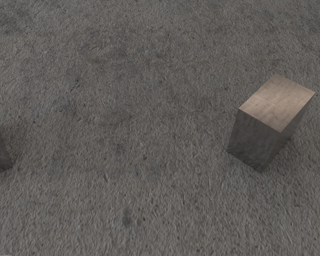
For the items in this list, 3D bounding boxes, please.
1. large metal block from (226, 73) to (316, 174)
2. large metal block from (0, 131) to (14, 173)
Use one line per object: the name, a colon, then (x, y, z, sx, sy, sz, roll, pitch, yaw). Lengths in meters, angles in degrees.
large metal block: (0.130, -0.005, 0.373, 0.050, 0.080, 0.080, 35, 58, 26)
large metal block: (-0.221, 0.006, 0.360, 0.050, 0.080, 0.080, -26, 55, -20)
